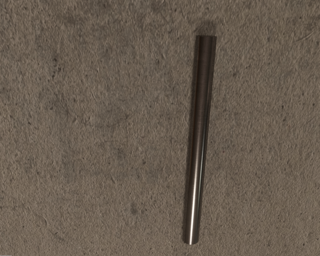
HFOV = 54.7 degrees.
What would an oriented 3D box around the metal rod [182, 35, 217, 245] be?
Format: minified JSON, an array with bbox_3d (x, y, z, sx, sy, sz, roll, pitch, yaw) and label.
[{"bbox_3d":[0.051,0.030,0.421,0.025,0.025,0.298,1,110,-1],"label":"metal rod"}]
